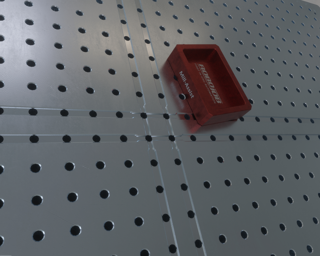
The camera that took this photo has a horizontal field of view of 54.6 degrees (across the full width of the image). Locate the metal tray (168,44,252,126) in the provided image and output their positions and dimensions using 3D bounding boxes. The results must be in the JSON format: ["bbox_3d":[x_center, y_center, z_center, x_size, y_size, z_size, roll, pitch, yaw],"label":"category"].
[{"bbox_3d":[0.078,-0.072,0.489,0.091,0.030,0.130,-10,67,-32],"label":"metal tray"}]
